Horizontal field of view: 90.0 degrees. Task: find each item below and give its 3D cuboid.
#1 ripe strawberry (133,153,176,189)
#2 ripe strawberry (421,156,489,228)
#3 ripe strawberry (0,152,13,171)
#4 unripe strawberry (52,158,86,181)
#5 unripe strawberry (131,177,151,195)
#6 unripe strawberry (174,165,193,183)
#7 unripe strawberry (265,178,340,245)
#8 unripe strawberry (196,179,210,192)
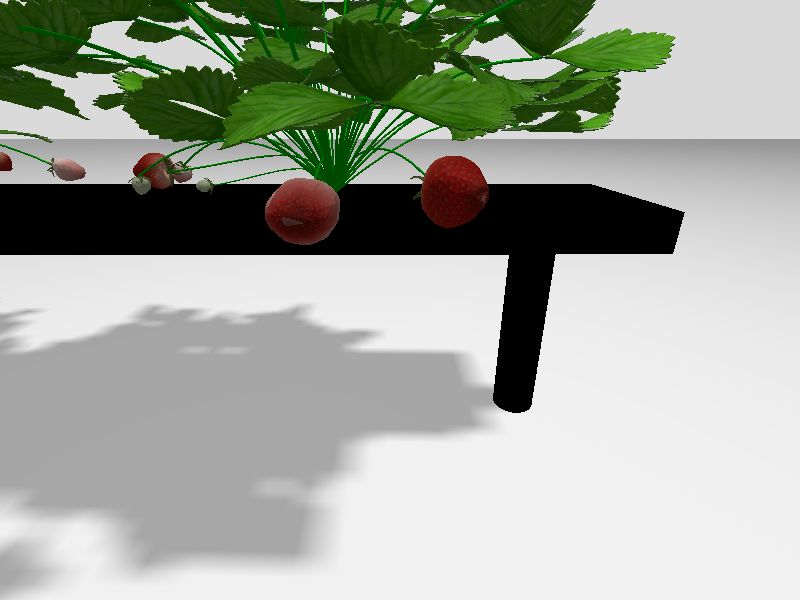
[{"bbox_3d":[-0.217,-0.114,0.353,0.031,0.030,0.034,2,23,6],"label":"ripe strawberry"},{"bbox_3d":[0.032,-0.059,0.222,0.037,0.039,0.040,-16,29,-32],"label":"ripe strawberry"},{"bbox_3d":[-0.498,-0.172,0.500,0.025,0.021,0.025,1,-25,2],"label":"ripe strawberry"},{"bbox_3d":[-0.331,-0.130,0.401,0.025,0.022,0.025,8,18,-26],"label":"unripe strawberry"},{"bbox_3d":[-0.212,-0.094,0.329,0.014,0.014,0.013,6,23,-7],"label":"unripe strawberry"},{"bbox_3d":[-0.216,-0.124,0.396,0.017,0.017,0.019,39,31,4],"label":"unripe strawberry"},{"bbox_3d":[-0.044,-0.038,0.179,0.034,0.030,0.031,-2,24,-4],"label":"unripe strawberry"},{"bbox_3d":[-0.165,-0.096,0.338,0.012,0.010,0.012,-1,23,-1],"label":"unripe strawberry"}]
